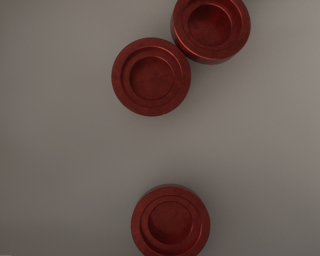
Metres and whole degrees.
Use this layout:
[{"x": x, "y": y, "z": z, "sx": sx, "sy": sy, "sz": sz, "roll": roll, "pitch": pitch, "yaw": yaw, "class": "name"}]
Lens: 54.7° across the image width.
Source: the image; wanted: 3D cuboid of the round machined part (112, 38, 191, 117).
[{"x": -0.010, "y": -0.063, "z": 0.402, "sx": 0.099, "sy": 0.042, "sz": 0.097, "roll": 0, "pitch": 91, "yaw": 0, "class": "round machined part"}]

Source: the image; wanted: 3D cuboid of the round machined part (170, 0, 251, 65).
[{"x": 0.061, "y": -0.128, "z": 0.397, "sx": 0.099, "sy": 0.042, "sz": 0.097, "roll": 1, "pitch": 82, "yaw": -8, "class": "round machined part"}]

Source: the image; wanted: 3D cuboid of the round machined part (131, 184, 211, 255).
[{"x": 0.013, "y": 0.121, "z": 0.403, "sx": 0.099, "sy": 0.042, "sz": 0.097, "roll": 0, "pitch": 90, "yaw": 0, "class": "round machined part"}]
